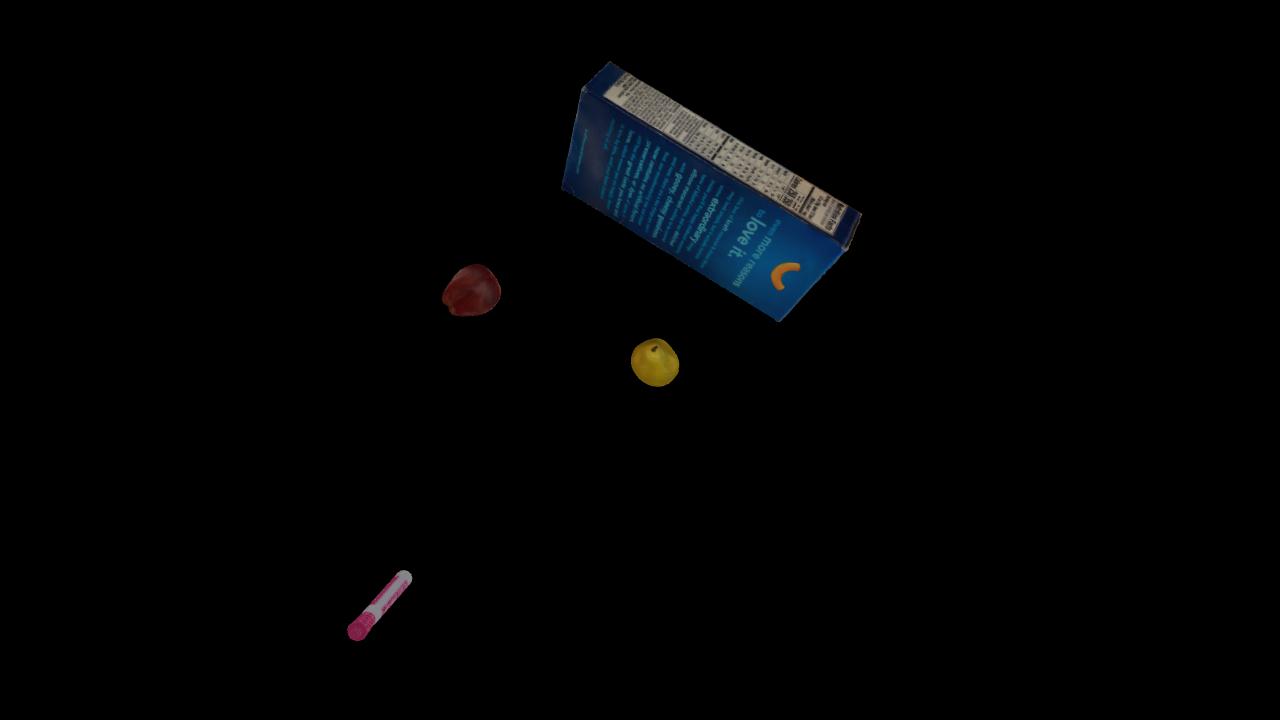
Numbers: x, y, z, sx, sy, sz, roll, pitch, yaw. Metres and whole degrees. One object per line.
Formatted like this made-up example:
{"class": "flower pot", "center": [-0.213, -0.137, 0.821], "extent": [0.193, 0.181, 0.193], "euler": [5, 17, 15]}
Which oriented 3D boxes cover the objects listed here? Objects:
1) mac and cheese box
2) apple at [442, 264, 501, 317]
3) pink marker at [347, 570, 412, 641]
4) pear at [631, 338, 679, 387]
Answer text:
{"class": "mac and cheese box", "center": [0.040, -0.106, 0.406], "extent": [0.184, 0.041, 0.093], "euler": [32, -31, 1]}
{"class": "apple", "center": [-0.271, -0.110, 0.997], "extent": [0.093, 0.079, 0.079], "euler": [-39, 22, -29]}
{"class": "pink marker", "center": [-0.263, 0.248, 0.625], "extent": [0.020, 0.020, 0.121], "euler": [0, 5, 0]}
{"class": "pear", "center": [0.019, -0.005, 0.971], "extent": [0.080, 0.080, 0.111], "euler": [0, -25, 13]}
